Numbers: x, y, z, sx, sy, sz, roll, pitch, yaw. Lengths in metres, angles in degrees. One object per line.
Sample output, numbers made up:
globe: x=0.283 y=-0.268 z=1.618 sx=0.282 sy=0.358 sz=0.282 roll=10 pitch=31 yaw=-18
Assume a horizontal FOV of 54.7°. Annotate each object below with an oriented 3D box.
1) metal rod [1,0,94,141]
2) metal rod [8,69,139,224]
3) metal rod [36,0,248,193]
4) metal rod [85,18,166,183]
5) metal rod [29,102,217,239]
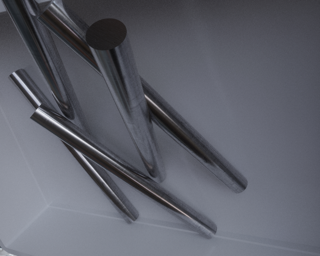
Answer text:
metal rod: x=-0.111 y=-0.040 z=0.356 sx=0.025 sy=0.025 sz=0.299 roll=25 pitch=154 yaw=12
metal rod: x=-0.133 y=0.036 z=0.498 sx=0.025 sy=0.025 sz=0.299 roll=-28 pitch=103 yaw=37
metal rod: x=0.007 y=-0.011 z=0.323 sx=0.025 sy=0.025 sz=0.300 roll=-22 pitch=131 yaw=36
metal rod: x=-0.018 y=0.007 z=0.321 sx=0.025 sy=0.025 sz=0.299 roll=21 pitch=159 yaw=15
metal rod: x=-0.035 y=0.067 z=0.415 sx=0.301 sy=0.025 sz=0.025 roll=38 pitch=131 yaw=-19
